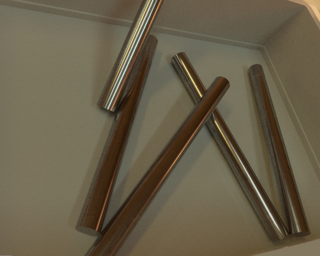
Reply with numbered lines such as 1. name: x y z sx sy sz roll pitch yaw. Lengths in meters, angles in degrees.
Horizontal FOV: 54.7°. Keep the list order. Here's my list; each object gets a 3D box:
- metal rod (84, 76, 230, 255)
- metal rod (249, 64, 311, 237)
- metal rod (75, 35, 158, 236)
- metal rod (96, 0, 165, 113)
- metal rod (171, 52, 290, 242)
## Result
1. metal rod: 0.015 0.032 0.377 0.025 0.025 0.301 40 56 -2
2. metal rod: 0.178 0.014 0.483 0.025 0.025 0.300 14 52 -21
3. metal rod: -0.043 -0.017 0.393 0.025 0.025 0.300 24 53 -14
4. metal rod: -0.009 -0.161 0.395 0.025 0.025 0.299 24 87 -14
5. metal rod: 0.094 0.015 0.448 0.025 0.025 0.299 -15 70 -34
